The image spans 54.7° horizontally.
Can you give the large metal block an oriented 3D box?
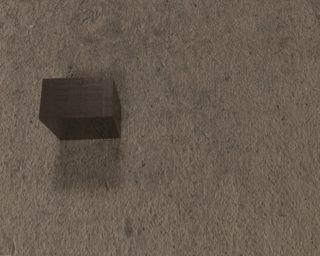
[{"bbox_3d":[-0.094,-0.021,0.386,0.081,0.080,0.050,-2,70,-1],"label":"large metal block"}]
